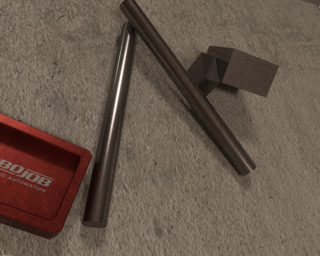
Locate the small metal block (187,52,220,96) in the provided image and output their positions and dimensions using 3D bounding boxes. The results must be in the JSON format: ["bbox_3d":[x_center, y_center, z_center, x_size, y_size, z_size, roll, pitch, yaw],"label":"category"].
[{"bbox_3d":[0.063,-0.077,0.471,0.025,0.050,0.050,12,57,-21],"label":"small metal block"}]

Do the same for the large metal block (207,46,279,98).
[{"bbox_3d":[0.120,-0.089,0.483,0.081,0.050,0.080,14,12,-21],"label":"large metal block"}]

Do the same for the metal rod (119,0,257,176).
[{"bbox_3d":[0.038,-0.061,0.445,0.025,0.025,0.299,-34,86,-38],"label":"metal rod"}]

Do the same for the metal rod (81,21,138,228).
[{"bbox_3d":[-0.056,-0.028,0.392,0.025,0.025,0.300,18,55,-19],"label":"metal rod"}]

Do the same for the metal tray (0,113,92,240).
[{"bbox_3d":[-0.143,0.041,0.298,0.131,0.030,0.090,25,53,-13],"label":"metal tray"}]
